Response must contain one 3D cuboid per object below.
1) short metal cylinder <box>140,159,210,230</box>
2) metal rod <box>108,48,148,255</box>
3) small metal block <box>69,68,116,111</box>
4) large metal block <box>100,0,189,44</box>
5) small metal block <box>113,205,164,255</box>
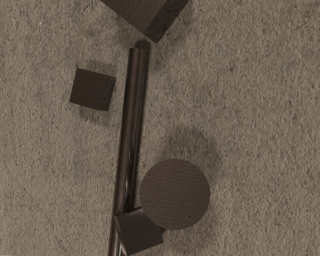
[{"bbox_3d":[0.019,0.078,0.377,0.080,0.050,0.080,-1,82,4],"label":"short metal cylinder"},{"bbox_3d":[-0.045,0.043,0.423,0.025,0.025,0.298,7,92,19],"label":"metal rod"},{"bbox_3d":[-0.096,-0.054,0.442,0.050,0.025,0.050,16,95,19],"label":"small metal block"},{"bbox_3d":[-0.017,-0.171,0.401,0.080,0.050,0.080,41,103,15],"label":"large metal block"},{"bbox_3d":[-0.028,0.131,0.404,0.050,0.025,0.050,-13,85,-22],"label":"small metal block"}]
